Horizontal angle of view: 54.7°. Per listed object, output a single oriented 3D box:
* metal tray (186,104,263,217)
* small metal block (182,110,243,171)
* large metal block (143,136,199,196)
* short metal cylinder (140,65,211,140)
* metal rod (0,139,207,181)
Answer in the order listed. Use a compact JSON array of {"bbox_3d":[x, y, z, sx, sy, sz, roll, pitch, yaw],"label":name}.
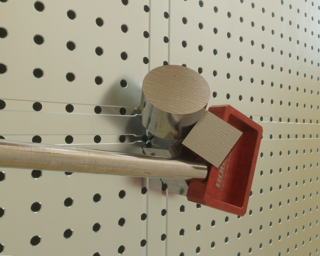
[{"bbox_3d":[0.090,0.044,0.415,0.090,0.030,0.130,26,73,-37],"label":"metal tray"},{"bbox_3d":[0.062,0.015,0.369,0.050,0.050,0.025,-53,163,-7],"label":"small metal block"},{"bbox_3d":[0.036,0.035,0.424,0.080,0.050,0.080,-43,116,-32],"label":"large metal block"},{"bbox_3d":[0.017,-0.032,0.381,0.080,0.080,0.050,-42,159,-32],"label":"short metal cylinder"},{"bbox_3d":[-0.081,0.031,0.304,0.302,0.025,0.025,9,84,-29],"label":"metal rod"}]
